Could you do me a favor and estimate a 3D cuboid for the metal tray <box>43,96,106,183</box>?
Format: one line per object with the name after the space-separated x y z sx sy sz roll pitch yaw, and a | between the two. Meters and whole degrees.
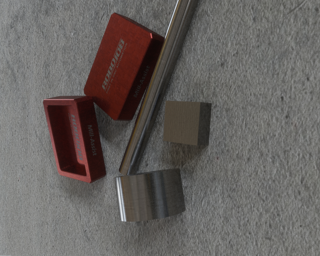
-0.135 0.016 0.488 0.090 0.030 0.129 4 108 39 | metal tray

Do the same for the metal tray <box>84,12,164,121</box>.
-0.055 -0.086 0.445 0.090 0.030 0.129 39 113 32 | metal tray

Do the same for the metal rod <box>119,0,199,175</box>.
0.003 -0.072 0.400 0.025 0.025 0.298 32 109 35 | metal rod

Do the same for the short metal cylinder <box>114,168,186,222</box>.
-0.012 0.079 0.377 0.080 0.081 0.050 -13 82 39 | short metal cylinder

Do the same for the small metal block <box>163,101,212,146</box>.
0.033 -0.007 0.376 0.050 0.025 0.050 6 94 39 | small metal block
